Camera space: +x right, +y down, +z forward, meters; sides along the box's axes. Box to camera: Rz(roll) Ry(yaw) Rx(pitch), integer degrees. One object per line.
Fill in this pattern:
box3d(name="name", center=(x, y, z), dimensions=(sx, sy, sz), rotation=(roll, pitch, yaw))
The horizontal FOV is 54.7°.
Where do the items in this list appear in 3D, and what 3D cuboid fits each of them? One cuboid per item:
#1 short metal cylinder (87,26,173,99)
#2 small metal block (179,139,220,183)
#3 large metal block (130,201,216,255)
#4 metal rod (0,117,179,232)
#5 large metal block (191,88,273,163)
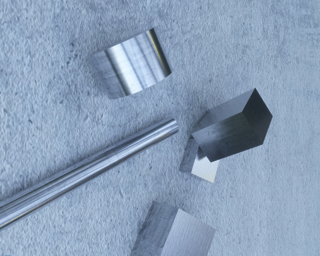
box3d(name="short metal cylinder", center=(-0.032, -0.072, 0.342), dimensions=(0.080, 0.080, 0.050), rotation=(-37, 113, -34))
box3d(name="small metal block", center=(0.060, 0.048, 0.455), dimensions=(0.050, 0.025, 0.050), rotation=(29, 72, -36))
box3d(name="large metal block", center=(0.018, 0.152, 0.404), dimensions=(0.080, 0.050, 0.080), rotation=(38, 67, -34))
box3d(name="metal rod", center=(-0.092, 0.053, 0.327), dimensions=(0.302, 0.025, 0.025), rotation=(-28, 108, -37))
box3d(name="large metal block", center=(0.103, -0.004, 0.435), dimensions=(0.050, 0.080, 0.080), rotation=(56, 38, -10))
